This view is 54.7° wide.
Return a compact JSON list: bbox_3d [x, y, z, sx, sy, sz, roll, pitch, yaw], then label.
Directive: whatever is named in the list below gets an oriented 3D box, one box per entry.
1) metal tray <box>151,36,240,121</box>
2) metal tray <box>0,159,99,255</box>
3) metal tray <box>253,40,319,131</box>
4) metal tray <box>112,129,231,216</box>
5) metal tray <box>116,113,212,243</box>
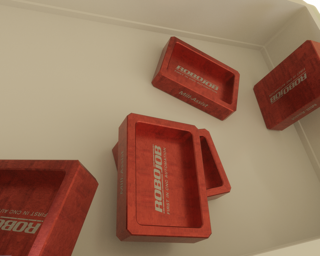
[{"bbox_3d":[0.060,-0.077,0.483,0.131,0.030,0.090,25,53,-13],"label":"metal tray"},{"bbox_3d":[-0.123,0.070,0.240,0.130,0.030,0.090,-2,50,23],"label":"metal tray"},{"bbox_3d":[0.214,-0.064,0.495,0.030,0.129,0.090,5,60,-26],"label":"metal tray"},{"bbox_3d":[0.016,0.051,0.381,0.131,0.030,0.090,-4,64,-31],"label":"metal tray"},{"bbox_3d":[0.002,0.053,0.333,0.091,0.030,0.130,11,57,-23],"label":"metal tray"}]
